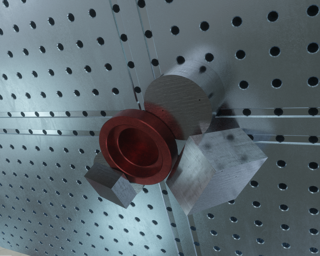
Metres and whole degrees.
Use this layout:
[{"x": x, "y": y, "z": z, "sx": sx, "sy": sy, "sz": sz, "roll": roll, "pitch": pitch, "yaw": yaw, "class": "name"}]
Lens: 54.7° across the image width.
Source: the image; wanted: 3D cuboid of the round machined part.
[{"x": -0.023, "y": 0.020, "z": 0.386, "sx": 0.098, "sy": 0.042, "sz": 0.097, "roll": 13, "pitch": 124, "yaw": 21, "class": "round machined part"}]

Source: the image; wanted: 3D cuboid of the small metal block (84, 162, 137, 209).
[{"x": -0.065, "y": 0.076, "z": 0.412, "sx": 0.050, "sy": 0.025, "sz": 0.050, "roll": 15, "pitch": 145, "yaw": 34, "class": "small metal block"}]

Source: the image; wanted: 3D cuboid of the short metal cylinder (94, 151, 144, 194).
[{"x": -0.049, "y": 0.053, "z": 0.453, "sx": 0.080, "sy": 0.050, "sz": 0.079, "roll": 13, "pitch": 124, "yaw": 21, "class": "short metal cylinder"}]

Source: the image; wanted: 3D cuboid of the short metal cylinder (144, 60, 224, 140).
[{"x": 0.029, "y": -0.033, "z": 0.360, "sx": 0.080, "sy": 0.050, "sz": 0.079, "roll": 13, "pitch": 124, "yaw": 21, "class": "short metal cylinder"}]

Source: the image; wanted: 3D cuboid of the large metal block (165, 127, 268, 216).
[{"x": 0.064, "y": 0.050, "z": 0.364, "sx": 0.050, "sy": 0.081, "sz": 0.079, "roll": 55, "pitch": 138, "yaw": 34, "class": "large metal block"}]
